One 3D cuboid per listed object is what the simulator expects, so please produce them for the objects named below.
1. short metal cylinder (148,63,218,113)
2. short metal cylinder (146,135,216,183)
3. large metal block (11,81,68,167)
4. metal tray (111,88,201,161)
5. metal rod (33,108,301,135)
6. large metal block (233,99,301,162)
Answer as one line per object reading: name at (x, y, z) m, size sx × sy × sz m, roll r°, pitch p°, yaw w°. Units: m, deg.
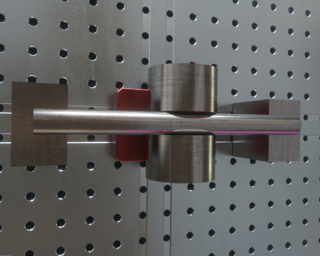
short metal cylinder at (0.026, -0.043, 0.361) m, size 0.081 × 0.080 × 0.050 m, roll 1°, pitch 90°, yaw -20°
short metal cylinder at (0.024, 0.032, 0.360) m, size 0.081 × 0.080 × 0.050 m, roll 1°, pitch 90°, yaw -20°
large metal block at (-0.129, -0.004, 0.335) m, size 0.050 × 0.080 × 0.080 m, roll 1°, pitch 90°, yaw -20°
metal tray at (0.004, -0.003, 0.411) m, size 0.131 × 0.030 × 0.089 m, roll 1°, pitch 90°, yaw -20°
metal rod at (0.026, -0.005, 0.336) m, size 0.302 × 0.025 × 0.025 m, roll 1°, pitch 90°, yaw -20°
large metal block at (0.147, 0.003, 0.436) m, size 0.050 × 0.080 × 0.080 m, roll 1°, pitch 90°, yaw -20°
